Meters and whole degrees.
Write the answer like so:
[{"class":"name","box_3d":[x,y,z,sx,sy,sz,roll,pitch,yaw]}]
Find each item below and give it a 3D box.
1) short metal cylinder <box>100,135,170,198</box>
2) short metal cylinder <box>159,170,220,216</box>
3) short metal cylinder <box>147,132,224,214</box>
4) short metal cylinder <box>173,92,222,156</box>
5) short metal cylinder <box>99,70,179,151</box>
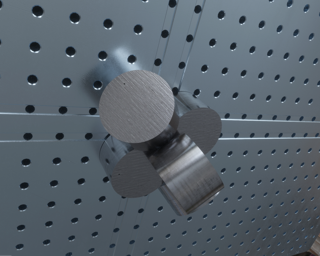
[{"class":"short metal cylinder","box_3d":[-0.032,0.044,0.405,0.081,0.050,0.079,-14,125,-21]},{"class":"short metal cylinder","box_3d":[0.041,0.079,0.439,0.080,0.080,0.050,-35,94,-5]},{"class":"short metal cylinder","box_3d":[0.029,0.052,0.358,0.050,0.080,0.080,-36,129,-5]},{"class":"short metal cylinder","box_3d":[0.034,-0.002,0.413,0.081,0.050,0.079,-14,125,-21]},{"class":"short metal cylinder","box_3d":[-0.021,-0.018,0.345,0.080,0.080,0.050,-40,164,-2]}]
